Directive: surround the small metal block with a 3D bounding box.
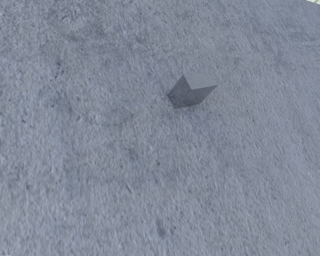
[{"bbox_3d":[0.046,-0.055,0.445,0.050,0.050,0.025,-15,70,-34],"label":"small metal block"}]
